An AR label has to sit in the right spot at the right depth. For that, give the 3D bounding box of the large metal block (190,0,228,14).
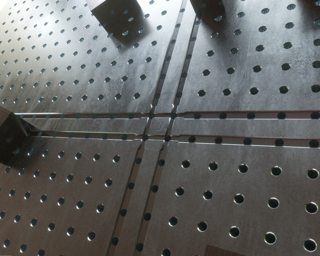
[{"bbox_3d":[0.075,-0.240,0.482,0.050,0.080,0.080,3,63,30],"label":"large metal block"}]

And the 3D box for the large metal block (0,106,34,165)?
[{"bbox_3d":[-0.282,0.007,0.538,0.080,0.050,0.080,21,73,36],"label":"large metal block"}]

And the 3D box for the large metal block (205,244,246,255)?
[{"bbox_3d":[0.074,0.153,0.260,0.080,0.050,0.080,6,64,31],"label":"large metal block"}]

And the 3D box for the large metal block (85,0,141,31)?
[{"bbox_3d":[-0.095,-0.247,0.596,0.080,0.050,0.080,-33,51,7],"label":"large metal block"}]
